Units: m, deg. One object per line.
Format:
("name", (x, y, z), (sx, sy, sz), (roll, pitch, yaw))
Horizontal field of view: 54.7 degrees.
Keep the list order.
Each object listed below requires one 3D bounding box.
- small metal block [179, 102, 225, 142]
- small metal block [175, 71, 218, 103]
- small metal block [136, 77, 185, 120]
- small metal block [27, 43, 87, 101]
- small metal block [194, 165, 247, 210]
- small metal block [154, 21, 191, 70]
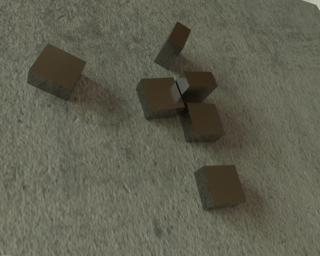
("small metal block", (0.059, -0.008, 0.442), (0.050, 0.025, 0.050), (1, 61, -28))
("small metal block", (0.046, -0.057, 0.449), (0.050, 0.050, 0.025), (-5, 65, -31))
("small metal block", (0.000, -0.042, 0.429), (0.050, 0.025, 0.050), (-8, 66, -27))
("small metal block", (-0.125, -0.068, 0.379), (0.050, 0.025, 0.050), (25, 53, -13))
("small metal block", (0.077, 0.076, 0.401), (0.050, 0.025, 0.050), (2, 61, -28))
("small metal block", (0.019, -0.127, 0.477), (0.025, 0.050, 0.050), (30, 52, -10))
